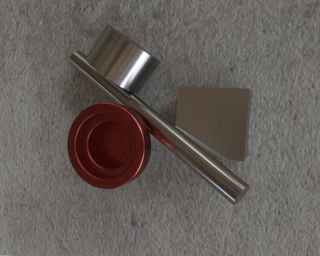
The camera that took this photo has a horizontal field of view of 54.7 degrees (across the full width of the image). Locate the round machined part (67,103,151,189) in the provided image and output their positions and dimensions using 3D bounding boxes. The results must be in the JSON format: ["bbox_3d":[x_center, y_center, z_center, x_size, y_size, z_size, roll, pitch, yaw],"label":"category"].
[{"bbox_3d":[-0.056,0.020,0.367,0.098,0.042,0.097,1,92,19],"label":"round machined part"}]

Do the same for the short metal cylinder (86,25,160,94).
[{"bbox_3d":[-0.047,-0.088,0.396,0.080,0.080,0.050,39,102,15],"label":"short metal cylinder"}]

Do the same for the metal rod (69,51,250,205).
[{"bbox_3d":[-0.021,-0.017,0.377,0.300,0.025,0.025,40,103,30],"label":"metal rod"}]

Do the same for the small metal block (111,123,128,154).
[{"bbox_3d":[-0.044,0.007,0.412,0.025,0.050,0.050,-2,89,20],"label":"small metal block"}]

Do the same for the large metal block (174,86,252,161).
[{"bbox_3d":[0.065,-0.006,0.374,0.080,0.050,0.079,5,92,19],"label":"large metal block"}]
